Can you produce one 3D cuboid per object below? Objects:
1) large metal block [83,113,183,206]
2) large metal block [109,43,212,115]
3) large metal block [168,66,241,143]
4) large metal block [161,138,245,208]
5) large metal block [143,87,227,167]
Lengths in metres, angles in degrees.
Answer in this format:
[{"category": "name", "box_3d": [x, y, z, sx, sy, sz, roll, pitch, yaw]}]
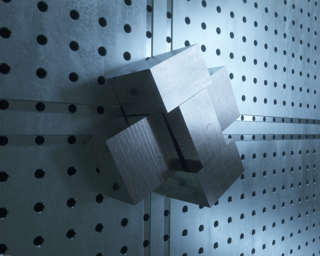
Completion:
[{"category": "large metal block", "box_3d": [-0.030, 0.031, 0.368, 0.080, 0.050, 0.080, -33, 110, -35]}, {"category": "large metal block", "box_3d": [0.001, -0.057, 0.372, 0.080, 0.080, 0.050, -35, 111, -34]}, {"category": "large metal block", "box_3d": [0.062, -0.034, 0.443, 0.080, 0.050, 0.080, -36, 114, -34]}, {"category": "large metal block", "box_3d": [0.052, 0.055, 0.416, 0.080, 0.080, 0.050, -36, 112, -35]}, {"category": "large metal block", "box_3d": [0.027, -0.001, 0.395, 0.050, 0.080, 0.080, -36, 112, -34]}]
